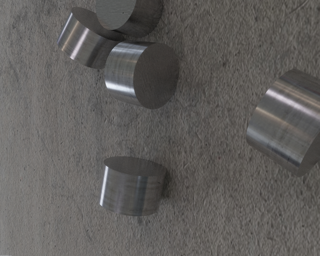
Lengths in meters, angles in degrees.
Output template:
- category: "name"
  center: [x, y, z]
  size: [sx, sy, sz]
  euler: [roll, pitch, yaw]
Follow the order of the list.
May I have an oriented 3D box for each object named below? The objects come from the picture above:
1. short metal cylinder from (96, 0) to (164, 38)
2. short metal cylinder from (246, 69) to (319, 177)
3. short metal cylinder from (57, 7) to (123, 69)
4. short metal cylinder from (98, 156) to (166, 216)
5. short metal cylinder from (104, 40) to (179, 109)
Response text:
- category: "short metal cylinder"
  center: [-0.042, -0.169, 0.424]
  size: [0.080, 0.050, 0.080]
  euler: [0, 90, 40]
- category: "short metal cylinder"
  center: [0.121, -0.004, 0.269]
  size: [0.050, 0.081, 0.079]
  euler: [38, 113, 33]
- category: "short metal cylinder"
  center: [-0.102, -0.131, 0.454]
  size: [0.050, 0.081, 0.080]
  euler: [-52, 60, 27]
- category: "short metal cylinder"
  center: [-0.036, 0.072, 0.399]
  size: [0.080, 0.081, 0.050]
  euler: [17, 101, 39]
- category: "short metal cylinder"
  center: [-0.021, -0.067, 0.387]
  size: [0.050, 0.081, 0.079]
  euler: [18, 101, 39]
